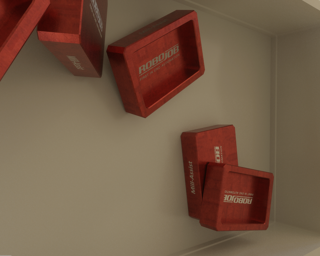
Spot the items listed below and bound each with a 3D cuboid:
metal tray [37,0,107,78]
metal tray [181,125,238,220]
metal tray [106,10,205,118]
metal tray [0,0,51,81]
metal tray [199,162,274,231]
[{"bbox_3d":[-0.072,-0.103,0.282,0.030,0.130,0.089,4,87,-4],"label":"metal tray"},{"bbox_3d":[0.080,0.064,0.470,0.091,0.030,0.129,-11,97,-39],"label":"metal tray"},{"bbox_3d":[0.002,-0.083,0.388,0.131,0.030,0.090,-39,131,-33],"label":"metal tray"},{"bbox_3d":[-0.126,-0.080,0.147,0.130,0.030,0.090,48,52,-46],"label":"metal tray"},{"bbox_3d":[0.119,0.104,0.462,0.131,0.030,0.090,15,81,-39],"label":"metal tray"}]
